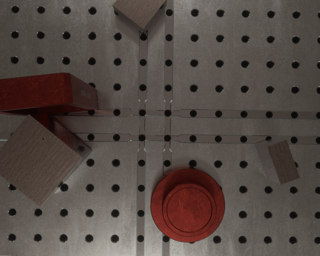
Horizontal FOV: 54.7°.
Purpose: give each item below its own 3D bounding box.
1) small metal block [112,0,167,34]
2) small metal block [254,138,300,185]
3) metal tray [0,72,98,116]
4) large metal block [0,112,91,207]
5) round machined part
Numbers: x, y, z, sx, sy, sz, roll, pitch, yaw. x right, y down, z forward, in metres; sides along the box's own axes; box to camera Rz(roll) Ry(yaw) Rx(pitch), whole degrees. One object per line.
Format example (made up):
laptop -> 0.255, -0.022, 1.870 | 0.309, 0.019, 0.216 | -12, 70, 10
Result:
small metal block -> -0.026, -0.163, 0.413 | 0.050, 0.025, 0.050 | 38, 90, -1
small metal block -> 0.151, 0.042, 0.403 | 0.025, 0.050, 0.050 | -20, 90, 0
metal tray -> -0.131, -0.034, 0.359 | 0.091, 0.130, 0.030 | -6, 90, 0
large metal block -> -0.150, 0.037, 0.394 | 0.080, 0.050, 0.080 | 40, 94, -4
round machined part -> 0.037, 0.102, 0.405 | 0.099, 0.042, 0.097 | 0, 90, -1
